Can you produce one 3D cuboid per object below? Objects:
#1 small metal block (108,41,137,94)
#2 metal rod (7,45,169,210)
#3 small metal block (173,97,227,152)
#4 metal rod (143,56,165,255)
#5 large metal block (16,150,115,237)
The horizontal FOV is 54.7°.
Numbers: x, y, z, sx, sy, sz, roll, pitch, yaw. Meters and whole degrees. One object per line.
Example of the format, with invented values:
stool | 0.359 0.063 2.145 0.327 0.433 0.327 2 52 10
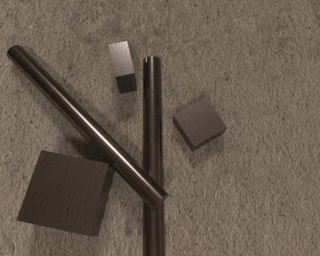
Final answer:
small metal block | -0.050 -0.082 0.424 0.025 0.050 0.050 -12 71 -5
metal rod | -0.104 -0.013 0.397 0.025 0.025 0.300 -43 70 -14
small metal block | 0.052 -0.004 0.410 0.050 0.025 0.050 -29 73 -10
metal rod | -0.009 0.045 0.391 0.025 0.025 0.299 -1 70 -1
large metal block | -0.106 0.078 0.365 0.080 0.050 0.080 11 70 3
